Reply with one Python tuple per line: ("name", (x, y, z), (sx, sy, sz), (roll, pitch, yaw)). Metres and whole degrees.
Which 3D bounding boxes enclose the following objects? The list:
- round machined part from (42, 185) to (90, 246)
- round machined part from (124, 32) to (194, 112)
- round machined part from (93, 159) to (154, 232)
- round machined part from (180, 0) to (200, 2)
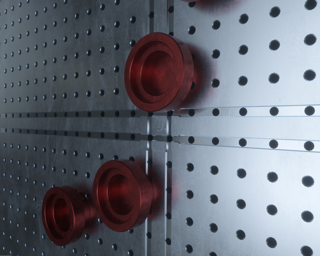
("round machined part", (-0.157, 0.147, 0.530), (0.098, 0.042, 0.097), (0, 90, 40))
("round machined part", (0.003, -0.068, 0.397), (0.098, 0.042, 0.097), (0, 90, 40))
("round machined part", (-0.048, 0.092, 0.439), (0.098, 0.042, 0.097), (0, 90, 40))
("round machined part", (0.045, -0.197, 0.362), (0.098, 0.042, 0.097), (0, 90, 40))
